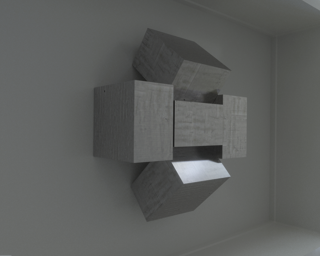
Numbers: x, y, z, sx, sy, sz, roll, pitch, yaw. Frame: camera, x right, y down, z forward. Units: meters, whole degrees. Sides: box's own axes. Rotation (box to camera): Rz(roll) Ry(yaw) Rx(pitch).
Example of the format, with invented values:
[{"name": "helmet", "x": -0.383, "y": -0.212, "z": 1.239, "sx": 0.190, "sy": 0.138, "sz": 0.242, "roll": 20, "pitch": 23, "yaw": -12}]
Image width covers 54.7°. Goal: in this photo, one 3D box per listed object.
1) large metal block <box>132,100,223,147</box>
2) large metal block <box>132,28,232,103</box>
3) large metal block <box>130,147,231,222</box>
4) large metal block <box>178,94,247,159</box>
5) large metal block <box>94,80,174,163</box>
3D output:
[{"name": "large metal block", "x": 0.021, "y": -0.005, "z": 0.386, "sx": 0.081, "sy": 0.080, "sz": 0.050, "roll": 1, "pitch": 90, "yaw": -40}, {"name": "large metal block", "x": 0.026, "y": -0.075, "z": 0.382, "sx": 0.081, "sy": 0.080, "sz": 0.050, "roll": 2, "pitch": 126, "yaw": -40}, {"name": "large metal block", "x": 0.024, "y": 0.066, "z": 0.381, "sx": 0.081, "sy": 0.080, "sz": 0.050, "roll": 1, "pitch": 48, "yaw": -41}, {"name": "large metal block", "x": 0.071, "y": -0.002, "z": 0.429, "sx": 0.050, "sy": 0.080, "sz": 0.080, "roll": 1, "pitch": 90, "yaw": -40}, {"name": "large metal block", "x": -0.031, "y": -0.006, "z": 0.343, "sx": 0.050, "sy": 0.080, "sz": 0.080, "roll": 1, "pitch": 90, "yaw": -40}]
